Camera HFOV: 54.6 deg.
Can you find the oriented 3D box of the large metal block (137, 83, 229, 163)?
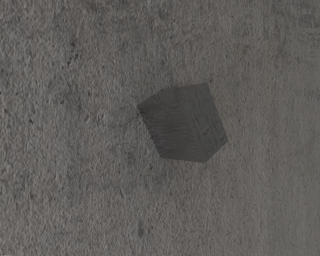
[{"bbox_3d":[0.028,-0.006,0.391,0.050,0.080,0.080,-37,113,-34],"label":"large metal block"}]
